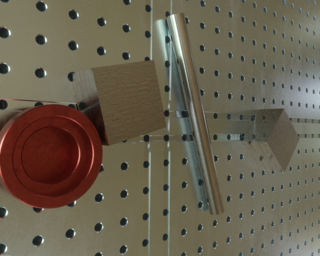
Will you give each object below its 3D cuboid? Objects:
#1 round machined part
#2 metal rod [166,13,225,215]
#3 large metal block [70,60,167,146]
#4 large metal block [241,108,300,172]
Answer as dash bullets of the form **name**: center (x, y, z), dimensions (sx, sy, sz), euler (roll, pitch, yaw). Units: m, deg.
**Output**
- **round machined part**: center (-0.110, 0.026, 0.306), dimensions (0.099, 0.042, 0.097), euler (0, 90, -40)
- **metal rod**: center (0.055, -0.013, 0.455), dimensions (0.025, 0.025, 0.298), euler (-22, 104, -38)
- **large metal block**: center (-0.046, -0.030, 0.355), dimensions (0.081, 0.050, 0.079), euler (-18, 102, -39)
- **large metal block**: center (0.202, 0.022, 0.563), dimensions (0.080, 0.050, 0.080), euler (52, 60, -28)
